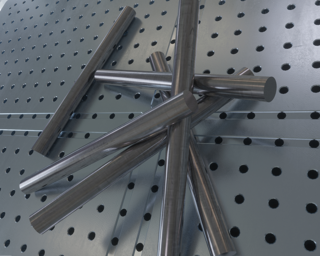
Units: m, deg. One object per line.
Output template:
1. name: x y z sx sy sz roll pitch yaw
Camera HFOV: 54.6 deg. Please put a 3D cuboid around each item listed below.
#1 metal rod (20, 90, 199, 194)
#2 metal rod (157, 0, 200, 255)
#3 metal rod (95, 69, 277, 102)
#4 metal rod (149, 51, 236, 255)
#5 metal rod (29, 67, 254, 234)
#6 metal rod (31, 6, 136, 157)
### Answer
1. metal rod: -0.083 0.030 0.383 0.299 0.025 0.025 -26 51 32
2. metal rod: 0.021 0.001 0.339 0.025 0.025 0.299 0 80 28
3. metal rod: 0.005 -0.061 0.408 0.300 0.025 0.025 13 68 45
4. metal rod: 0.029 0.008 0.389 0.025 0.025 0.300 -25 53 13
5. metal rod: -0.013 0.021 0.360 0.301 0.025 0.025 -35 51 -8
6. metal rod: -0.123 -0.088 0.528 0.025 0.025 0.300 17 70 35
